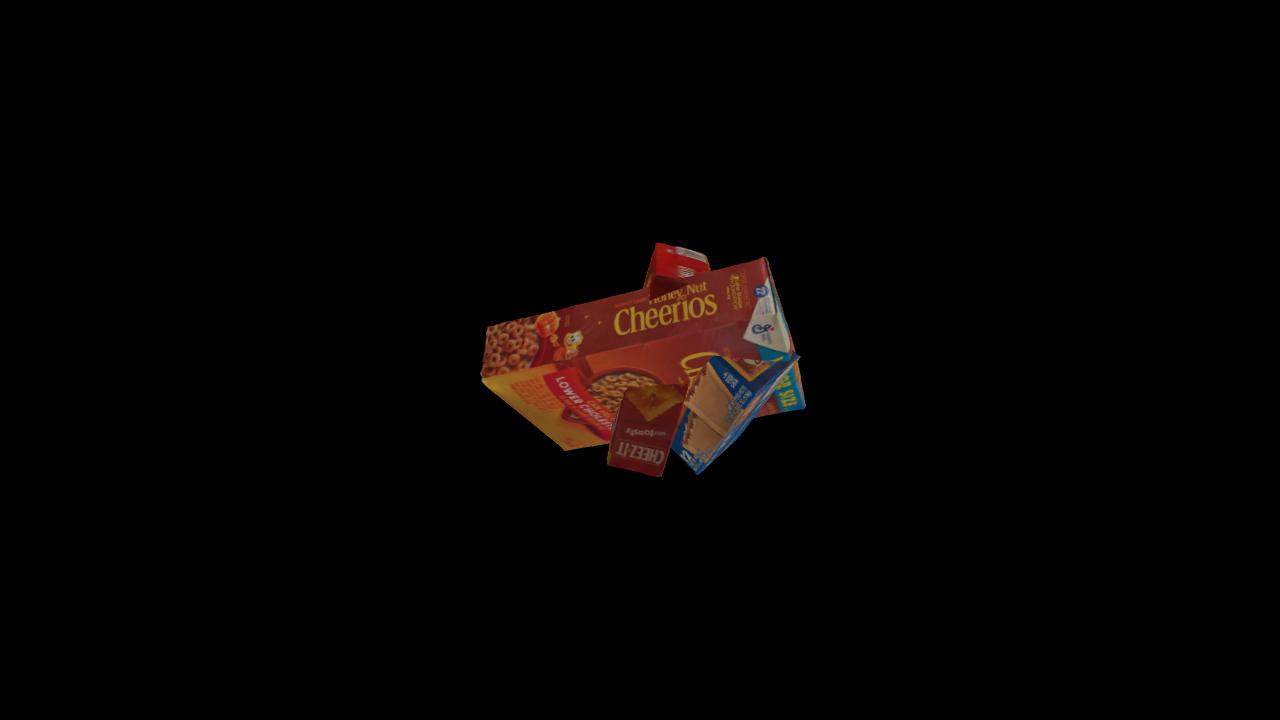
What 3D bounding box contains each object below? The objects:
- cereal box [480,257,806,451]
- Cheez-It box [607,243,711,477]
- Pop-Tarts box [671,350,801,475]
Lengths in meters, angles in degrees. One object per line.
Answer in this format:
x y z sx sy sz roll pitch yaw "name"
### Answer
0.013 0.010 0.673 0.306 0.081 0.203 -11 -32 15 "cereal box"
0.021 -0.006 0.700 0.071 0.223 0.166 13 22 -4 "Cheez-It box"
0.065 0.018 0.671 0.083 0.141 0.167 -33 -21 -36 "Pop-Tarts box"
